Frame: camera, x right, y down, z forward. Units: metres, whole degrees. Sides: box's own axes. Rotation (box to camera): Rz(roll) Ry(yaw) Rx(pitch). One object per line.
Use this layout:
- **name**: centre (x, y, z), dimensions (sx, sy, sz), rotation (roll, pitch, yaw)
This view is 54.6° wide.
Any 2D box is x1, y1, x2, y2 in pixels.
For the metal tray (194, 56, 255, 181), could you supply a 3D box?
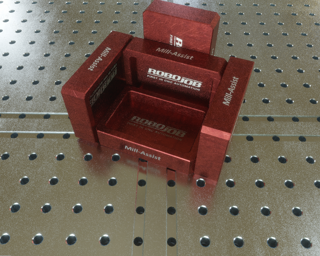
- **metal tray**: centre (0.078, -0.013, 0.376), dimensions (0.030, 0.090, 0.130), rotation (17, 52, 14)

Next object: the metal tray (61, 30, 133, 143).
- **metal tray**: centre (-0.073, -0.056, 0.412), dimensions (0.030, 0.090, 0.130), rotation (17, 52, 14)

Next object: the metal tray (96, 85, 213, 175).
- **metal tray**: centre (-0.005, -0.002, 0.405), dimensions (0.130, 0.030, 0.090), rotation (17, 52, 14)

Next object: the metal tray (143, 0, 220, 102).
- **metal tray**: centre (0.026, -0.100, 0.423), dimensions (0.090, 0.129, 0.030), rotation (18, 53, 14)

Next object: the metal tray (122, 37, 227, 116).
- **metal tray**: centre (0.018, -0.064, 0.419), dimensions (0.130, 0.090, 0.030), rotation (17, 53, 13)
